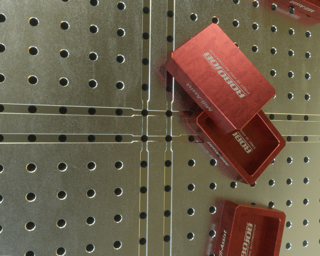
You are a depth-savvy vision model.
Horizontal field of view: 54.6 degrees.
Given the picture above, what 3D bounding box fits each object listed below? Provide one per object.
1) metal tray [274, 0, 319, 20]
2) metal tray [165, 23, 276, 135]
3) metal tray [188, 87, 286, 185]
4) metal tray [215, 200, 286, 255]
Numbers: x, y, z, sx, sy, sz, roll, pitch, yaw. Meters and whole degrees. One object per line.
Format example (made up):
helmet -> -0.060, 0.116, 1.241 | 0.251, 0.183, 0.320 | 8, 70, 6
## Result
metal tray -> 0.235, -0.236, 0.495 | 0.131, 0.030, 0.090 | 13, 86, -20
metal tray -> 0.082, -0.067, 0.417 | 0.090, 0.030, 0.130 | -41, 89, -23
metal tray -> 0.114, 0.006, 0.451 | 0.090, 0.030, 0.130 | -45, 104, -14
metal tray -> 0.130, 0.180, 0.457 | 0.091, 0.030, 0.129 | 13, 86, -20
